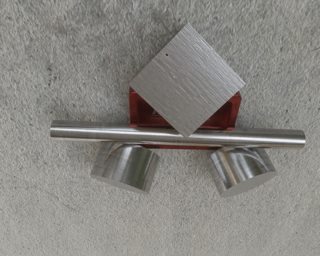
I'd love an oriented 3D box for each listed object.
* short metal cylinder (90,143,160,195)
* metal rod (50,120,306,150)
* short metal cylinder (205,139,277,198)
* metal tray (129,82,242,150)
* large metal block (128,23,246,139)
[{"bbox_3d":[-0.046,0.052,0.412,0.080,0.050,0.080,16,162,6],"label":"short metal cylinder"},{"bbox_3d":[0.023,0.009,0.377,0.302,0.025,0.025,2,130,-2],"label":"metal rod"},{"bbox_3d":[0.108,0.054,0.418,0.081,0.050,0.080,-17,154,-8],"label":"short metal cylinder"},{"bbox_3d":[0.028,-0.015,0.394,0.131,0.030,0.089,1,130,-2],"label":"metal tray"},{"bbox_3d":[0.026,-0.050,0.322,0.080,0.050,0.080,43,102,-12],"label":"large metal block"}]
